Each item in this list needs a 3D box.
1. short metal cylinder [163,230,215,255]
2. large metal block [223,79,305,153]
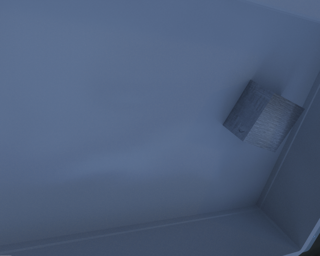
[{"bbox_3d":[0.053,0.237,0.574,0.081,0.050,0.079,-14,125,-21],"label":"short metal cylinder"},{"bbox_3d":[0.157,-0.017,0.471,0.081,0.050,0.080,17,109,-35],"label":"large metal block"}]
